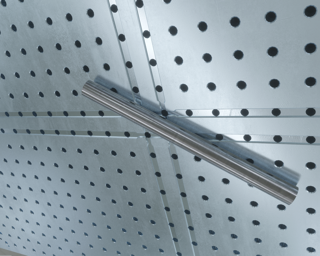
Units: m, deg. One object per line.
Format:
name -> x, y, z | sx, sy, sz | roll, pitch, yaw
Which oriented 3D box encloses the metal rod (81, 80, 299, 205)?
metal rod -> 0.031, 0.014, 0.402 | 0.301, 0.025, 0.025 | 28, 128, 10
